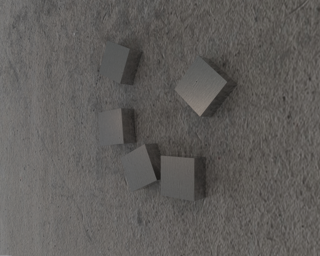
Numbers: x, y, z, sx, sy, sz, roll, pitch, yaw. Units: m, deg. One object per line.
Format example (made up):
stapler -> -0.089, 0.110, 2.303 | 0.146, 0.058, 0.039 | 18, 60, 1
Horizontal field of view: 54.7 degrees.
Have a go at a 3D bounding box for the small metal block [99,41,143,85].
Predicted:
small metal block -> -0.058, -0.095, 0.453 | 0.050, 0.025, 0.050 | 29, 108, 36

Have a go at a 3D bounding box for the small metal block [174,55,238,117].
small metal block -> 0.053, -0.048, 0.362 | 0.050, 0.025, 0.050 | 51, 120, 28

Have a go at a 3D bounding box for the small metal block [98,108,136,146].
small metal block -> -0.064, -0.001, 0.458 | 0.050, 0.025, 0.050 | -8, 85, 39

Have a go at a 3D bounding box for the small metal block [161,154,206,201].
small metal block -> 0.028, 0.059, 0.382 | 0.050, 0.025, 0.050 | 0, 90, 40

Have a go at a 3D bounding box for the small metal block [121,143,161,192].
small metal block -> -0.021, 0.054, 0.423 | 0.050, 0.025, 0.050 | -31, 71, 35
